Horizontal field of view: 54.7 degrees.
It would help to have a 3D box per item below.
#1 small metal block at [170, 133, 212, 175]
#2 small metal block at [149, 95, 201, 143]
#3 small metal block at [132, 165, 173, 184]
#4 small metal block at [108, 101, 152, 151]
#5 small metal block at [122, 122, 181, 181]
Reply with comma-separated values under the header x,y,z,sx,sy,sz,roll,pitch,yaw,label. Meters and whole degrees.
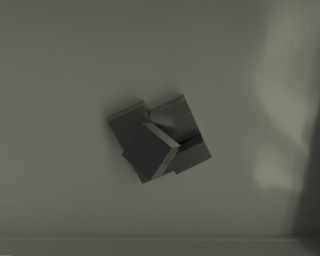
x,y,z,sx,sy,sz,roll,pitch,yaw,label
0.036,0.029,0.407,0.050,0.050,0.025,-27,108,8,small metal block
0.020,-0.008,0.407,0.050,0.025,0.050,-24,109,8,small metal block
-0.012,0.041,0.425,0.050,0.025,0.050,-24,109,8,small metal block
-0.033,-0.001,0.409,0.050,0.025,0.050,-24,109,8,small metal block
-0.011,0.028,0.380,0.050,0.025,0.050,39,108,22,small metal block
